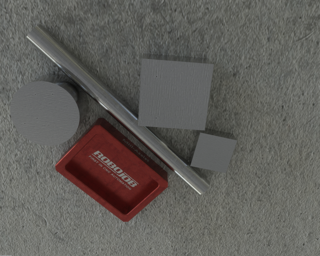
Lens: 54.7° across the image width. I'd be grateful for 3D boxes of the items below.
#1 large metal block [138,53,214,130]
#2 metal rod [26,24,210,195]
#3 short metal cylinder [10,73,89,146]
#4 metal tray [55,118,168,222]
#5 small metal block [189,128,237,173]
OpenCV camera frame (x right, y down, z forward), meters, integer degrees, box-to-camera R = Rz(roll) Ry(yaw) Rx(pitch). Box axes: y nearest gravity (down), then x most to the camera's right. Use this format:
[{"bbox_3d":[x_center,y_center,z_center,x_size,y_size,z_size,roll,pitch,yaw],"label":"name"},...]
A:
[{"bbox_3d":[0.017,-0.046,0.381,0.081,0.050,0.079,4,110,-2],"label":"large metal block"},{"bbox_3d":[-0.044,-0.014,0.404,0.025,0.025,0.300,-43,105,14],"label":"metal rod"},{"bbox_3d":[-0.135,-0.024,0.387,0.081,0.050,0.079,0,110,-1],"label":"short metal cylinder"},{"bbox_3d":[-0.064,0.060,0.430,0.130,0.030,0.090,42,104,-14],"label":"metal tray"},{"bbox_3d":[0.071,0.029,0.423,0.050,0.025,0.050,12,110,-5],"label":"small metal block"}]
